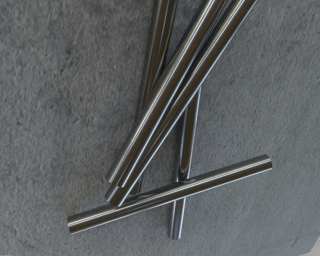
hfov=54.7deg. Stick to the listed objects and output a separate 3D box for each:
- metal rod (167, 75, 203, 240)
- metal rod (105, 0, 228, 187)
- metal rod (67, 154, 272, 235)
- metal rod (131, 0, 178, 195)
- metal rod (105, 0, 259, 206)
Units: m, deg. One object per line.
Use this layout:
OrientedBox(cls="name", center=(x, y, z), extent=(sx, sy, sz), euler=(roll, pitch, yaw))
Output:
OrientedBox(cls="metal rod", center=(0.034, 0.055, 0.461), extent=(0.025, 0.025, 0.298), euler=(-10, 123, -23))
OrientedBox(cls="metal rod", center=(0.020, -0.068, 0.349), extent=(0.025, 0.025, 0.299), euler=(26, 96, -37))
OrientedBox(cls="metal rod", center=(0.020, 0.093, 0.447), extent=(0.302, 0.025, 0.025), euler=(-16, 126, -9))
OrientedBox(cls="metal rod", center=(-0.012, -0.044, 0.374), extent=(0.025, 0.025, 0.298), euler=(-3, 120, -27))
OrientedBox(cls="metal rod", center=(0.022, -0.032, 0.370), extent=(0.025, 0.025, 0.299), euler=(26, 101, -38))
